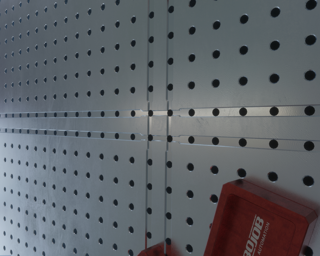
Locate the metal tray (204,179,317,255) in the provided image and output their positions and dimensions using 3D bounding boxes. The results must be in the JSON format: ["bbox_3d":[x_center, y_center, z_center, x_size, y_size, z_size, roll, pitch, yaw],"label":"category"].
[{"bbox_3d":[0.097,0.131,0.326,0.090,0.030,0.129,21,103,38],"label":"metal tray"}]

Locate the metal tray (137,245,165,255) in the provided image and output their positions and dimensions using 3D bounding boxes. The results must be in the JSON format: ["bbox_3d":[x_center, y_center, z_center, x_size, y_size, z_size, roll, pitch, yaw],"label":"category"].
[{"bbox_3d":[-0.002,0.236,0.409,0.130,0.030,0.090,52,120,27],"label":"metal tray"}]
